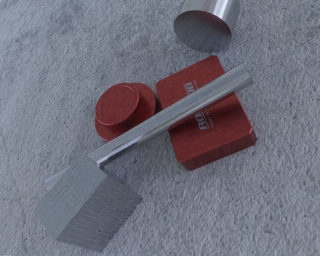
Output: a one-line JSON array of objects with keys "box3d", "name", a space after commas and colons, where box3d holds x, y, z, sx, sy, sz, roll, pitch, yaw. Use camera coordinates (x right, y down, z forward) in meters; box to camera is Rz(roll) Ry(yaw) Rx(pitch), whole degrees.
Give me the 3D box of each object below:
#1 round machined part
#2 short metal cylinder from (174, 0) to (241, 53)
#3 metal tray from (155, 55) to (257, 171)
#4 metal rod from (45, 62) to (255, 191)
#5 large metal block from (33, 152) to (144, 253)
[{"box3d": [-0.050, -0.024, 0.433, 0.098, 0.042, 0.098, -13, 56, 20], "name": "round machined part"}, {"box3d": [0.065, -0.150, 0.425, 0.080, 0.080, 0.050, 7, 65, 31], "name": "short metal cylinder"}, {"box3d": [0.052, -0.022, 0.386, 0.090, 0.030, 0.130, -24, 53, 12], "name": "metal tray"}, {"box3d": [-0.028, 0.011, 0.379, 0.300, 0.025, 0.025, -30, 52, 21], "name": "metal rod"}, {"box3d": [-0.078, 0.087, 0.355, 0.050, 0.080, 0.080, 32, 79, 37], "name": "large metal block"}]
